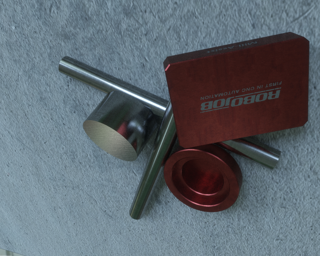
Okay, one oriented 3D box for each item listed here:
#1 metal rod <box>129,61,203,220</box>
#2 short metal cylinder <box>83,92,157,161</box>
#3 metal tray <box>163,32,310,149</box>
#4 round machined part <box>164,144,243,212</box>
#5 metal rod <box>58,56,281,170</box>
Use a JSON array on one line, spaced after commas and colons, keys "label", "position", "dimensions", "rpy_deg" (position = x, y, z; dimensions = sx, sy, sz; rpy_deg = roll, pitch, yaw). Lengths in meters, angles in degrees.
[{"label": "metal rod", "position": [-0.003, 0.041, 0.412], "dimensions": [0.025, 0.025, 0.298], "rpy_deg": [29, 135, 9]}, {"label": "short metal cylinder", "position": [-0.051, -0.001, 0.402], "dimensions": [0.080, 0.050, 0.080], "rpy_deg": [25, 151, 15]}, {"label": "metal tray", "position": [0.076, -0.036, 0.307], "dimensions": [0.131, 0.030, 0.089], "rpy_deg": [-11, 116, 2]}, {"label": "round machined part", "position": [0.058, 0.058, 0.403], "dimensions": [0.098, 0.042, 0.097], "rpy_deg": [13, 124, 21]}, {"label": "metal rod", "position": [0.002, -0.024, 0.393], "dimensions": [0.301, 0.025, 0.025], "rpy_deg": [25, 127, 12]}]
